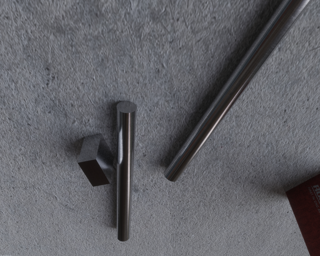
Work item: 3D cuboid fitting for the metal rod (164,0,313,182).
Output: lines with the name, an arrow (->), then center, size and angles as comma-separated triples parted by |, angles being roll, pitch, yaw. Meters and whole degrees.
metal rod -> 0.079, -0.033, 0.380 | 0.025, 0.025, 0.298 | 19, 128, -16

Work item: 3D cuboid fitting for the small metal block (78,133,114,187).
small metal block -> -0.087, 0.044, 0.427 | 0.025, 0.050, 0.050 | -12, 129, 9

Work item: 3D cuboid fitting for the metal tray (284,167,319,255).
metal tray -> 0.252, 0.124, 0.465 | 0.030, 0.130, 0.090 | 35, 122, -27

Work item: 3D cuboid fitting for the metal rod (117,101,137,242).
metal rod -> -0.055, 0.087, 0.480 | 0.025, 0.025, 0.298 | 4, 130, -4
